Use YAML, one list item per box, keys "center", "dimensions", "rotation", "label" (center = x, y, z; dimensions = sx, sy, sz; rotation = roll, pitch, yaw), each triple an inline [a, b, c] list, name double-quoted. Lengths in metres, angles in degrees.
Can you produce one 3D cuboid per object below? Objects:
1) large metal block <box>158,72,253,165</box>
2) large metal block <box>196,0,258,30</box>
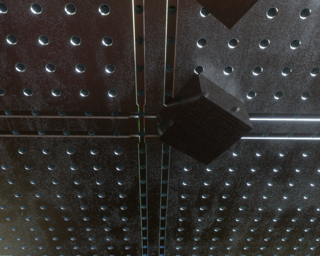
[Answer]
- center: [0.053, -0.009, 0.388]
  dimensions: [0.080, 0.050, 0.080]
  rotation: [29, 124, -23]
  label: "large metal block"
- center: [0.041, -0.140, 0.257]
  dimensions: [0.080, 0.080, 0.050]
  rotation: [31, 123, -24]
  label: "large metal block"
